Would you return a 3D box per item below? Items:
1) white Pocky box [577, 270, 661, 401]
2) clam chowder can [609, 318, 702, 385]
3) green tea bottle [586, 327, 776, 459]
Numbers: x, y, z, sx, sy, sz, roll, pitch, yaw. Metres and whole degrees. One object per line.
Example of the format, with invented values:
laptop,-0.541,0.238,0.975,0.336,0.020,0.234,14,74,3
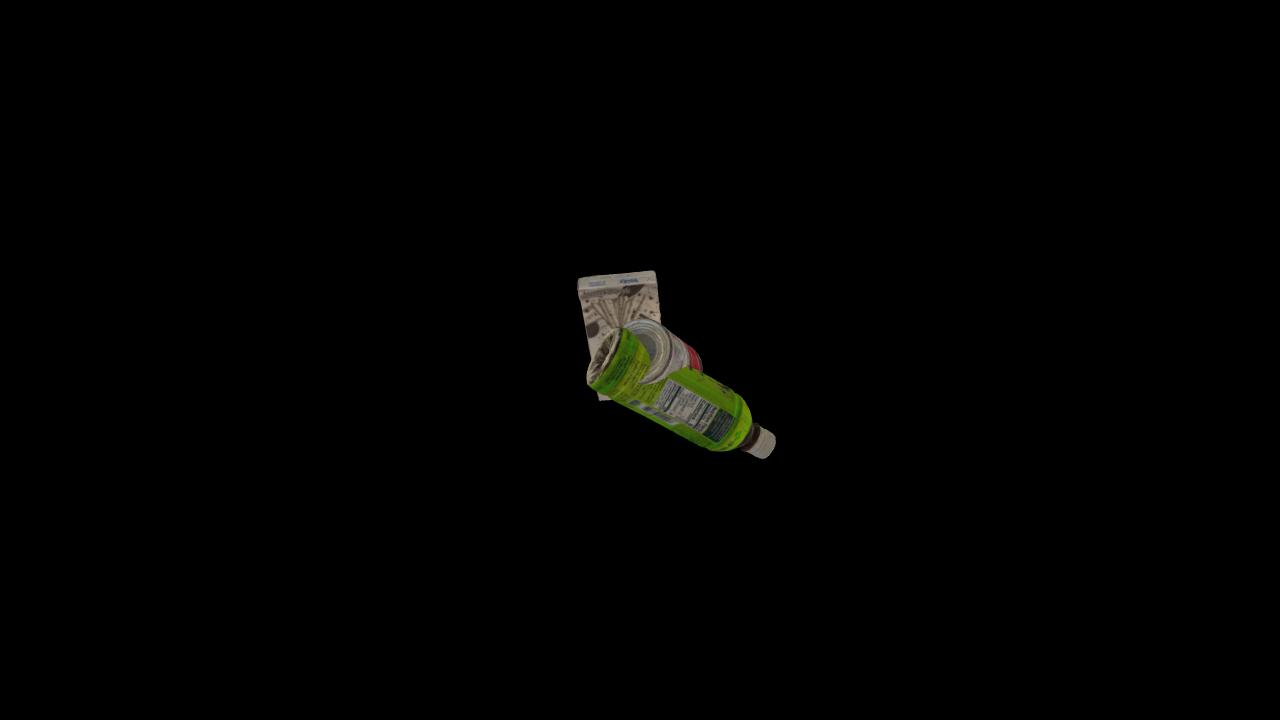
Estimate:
white Pocky box,-0.016,-0.023,0.674,0.084,0.154,0.028,-6,38,2
clam chowder can,0.018,0.002,0.632,0.068,0.068,0.102,0,-12,22
green tea bottle,0.049,0.045,0.631,0.212,0.073,0.073,31,-10,-17
